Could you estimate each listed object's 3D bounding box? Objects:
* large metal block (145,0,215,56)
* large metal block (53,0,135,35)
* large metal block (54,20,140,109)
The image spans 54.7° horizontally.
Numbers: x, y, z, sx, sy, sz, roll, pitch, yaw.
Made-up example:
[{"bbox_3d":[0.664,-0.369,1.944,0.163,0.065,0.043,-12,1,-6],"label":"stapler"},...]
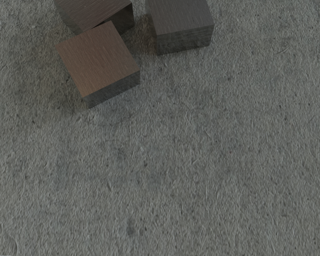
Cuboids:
[{"bbox_3d":[0.026,-0.160,0.453,0.081,0.050,0.080,-12,71,-5],"label":"large metal block"},{"bbox_3d":[-0.096,-0.171,0.457,0.080,0.050,0.080,-38,74,-13],"label":"large metal block"},{"bbox_3d":[-0.082,-0.084,0.420,0.080,0.050,0.080,-28,80,-10],"label":"large metal block"}]
